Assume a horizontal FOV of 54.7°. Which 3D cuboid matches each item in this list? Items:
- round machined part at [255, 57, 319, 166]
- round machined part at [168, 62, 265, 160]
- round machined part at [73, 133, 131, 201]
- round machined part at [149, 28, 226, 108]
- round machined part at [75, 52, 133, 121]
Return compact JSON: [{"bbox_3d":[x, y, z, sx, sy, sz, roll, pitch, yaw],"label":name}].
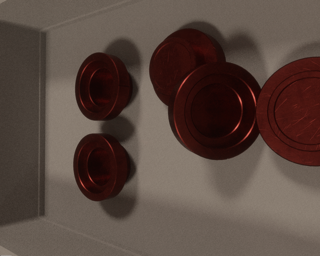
[{"bbox_3d":[0.134,-0.014,0.274,0.098,0.042,0.097,1,91,29],"label":"round machined part"},{"bbox_3d":[0.055,-0.018,0.325,0.042,0.099,0.097,-160,74,-74],"label":"round machined part"},{"bbox_3d":[-0.082,0.056,0.461,0.098,0.042,0.097,0,90,39],"label":"round machined part"},{"bbox_3d":[0.026,-0.071,0.373,0.098,0.042,0.097,0,90,39],"label":"round machined part"},{"bbox_3d":[-0.079,-0.059,0.458,0.098,0.042,0.097,0,90,39],"label":"round machined part"}]
